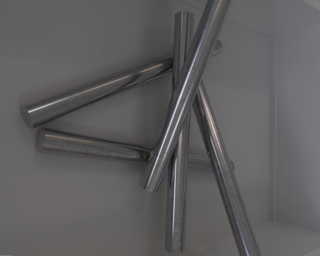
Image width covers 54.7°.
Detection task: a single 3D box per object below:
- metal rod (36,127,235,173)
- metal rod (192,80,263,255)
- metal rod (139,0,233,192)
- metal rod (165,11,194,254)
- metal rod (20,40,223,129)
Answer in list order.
[{"bbox_3d":[-0.004,0.037,0.402,0.302,0.025,0.025,13,82,-39],"label":"metal rod"},{"bbox_3d":[0.080,0.055,0.394,0.025,0.025,0.299,3,63,-40],"label":"metal rod"},{"bbox_3d":[0.037,-0.065,0.346,0.025,0.025,0.298,10,106,-40],"label":"metal rod"},{"bbox_3d":[0.025,0.004,0.393,0.025,0.025,0.298,4,87,-40],"label":"metal rod"},{"bbox_3d":[-0.021,-0.068,0.388,0.302,0.025,0.025,-28,108,-36],"label":"metal rod"}]
